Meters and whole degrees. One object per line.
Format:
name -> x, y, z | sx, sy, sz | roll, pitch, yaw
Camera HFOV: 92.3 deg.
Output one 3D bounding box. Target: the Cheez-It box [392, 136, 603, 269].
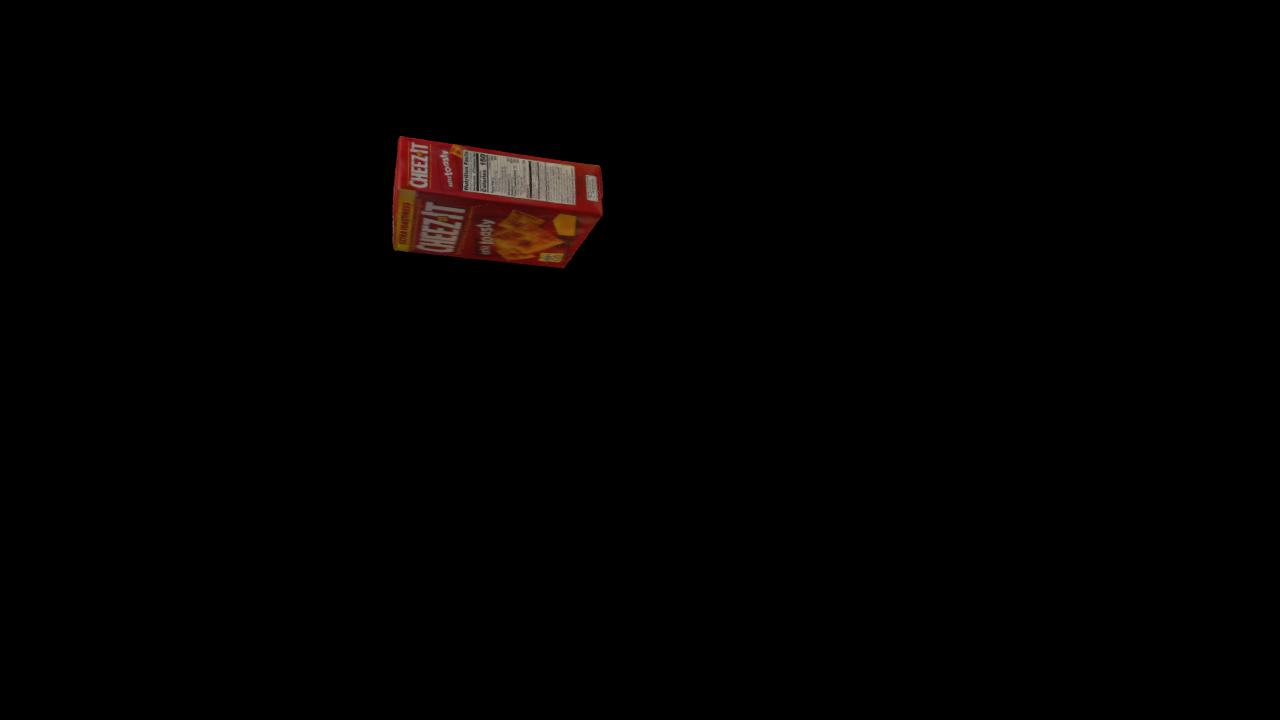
Cheez-It box -> -0.174, -0.178, 0.732 | 0.223, 0.071, 0.166 | 3, -15, -23
